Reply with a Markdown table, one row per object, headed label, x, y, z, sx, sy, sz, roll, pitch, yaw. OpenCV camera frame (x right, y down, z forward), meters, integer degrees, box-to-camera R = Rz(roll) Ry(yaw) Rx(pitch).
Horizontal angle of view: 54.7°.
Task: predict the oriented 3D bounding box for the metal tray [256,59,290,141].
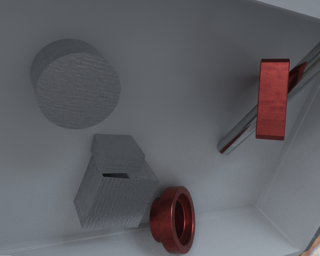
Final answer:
| label | x | y | z | sx | sy | sz | roll | pitch | yaw |
| --- | --- | --- | --- | --- | --- | --- | --- | --- | --- |
| metal tray | 0.145 | -0.032 | 0.398 | 0.130 | 0.030 | 0.089 | -1 | 95 | -69 |

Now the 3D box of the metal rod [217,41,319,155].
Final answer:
| label | x | y | z | sx | sy | sz | roll | pitch | yaw |
| --- | --- | --- | --- | --- | --- | --- | --- | --- | --- |
| metal rod | 0.151 | -0.045 | 0.372 | 0.025 | 0.025 | 0.298 | -6 | 151 | -26 |

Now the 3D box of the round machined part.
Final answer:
| label | x | y | z | sx | sy | sz | roll | pitch | yaw |
| --- | --- | --- | --- | --- | --- | --- | --- | --- | --- |
| round machined part | 0.018 | 0.139 | 0.472 | 0.042 | 0.098 | 0.098 | -9 | 133 | 24 |

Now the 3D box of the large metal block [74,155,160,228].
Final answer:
| label | x | y | z | sx | sy | sz | roll | pitch | yaw |
| --- | --- | --- | --- | --- | --- | --- | --- | --- | --- |
| large metal block | -0.059 | 0.086 | 0.414 | 0.081 | 0.050 | 0.079 | 11 | 113 | -34 |

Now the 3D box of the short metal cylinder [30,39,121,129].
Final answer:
| label | x | y | z | sx | sy | sz | roll | pitch | yaw |
| --- | --- | --- | --- | --- | --- | --- | --- | --- | --- |
| short metal cylinder | -0.087 | -0.045 | 0.318 | 0.081 | 0.050 | 0.079 | -14 | 125 | -21 |

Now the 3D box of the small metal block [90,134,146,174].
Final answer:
| label | x | y | z | sx | sy | sz | roll | pitch | yaw |
| --- | --- | --- | --- | --- | --- | --- | --- | --- | --- |
| small metal block | -0.053 | 0.031 | 0.384 | 0.050 | 0.050 | 0.025 | 3 | 117 | -30 |
